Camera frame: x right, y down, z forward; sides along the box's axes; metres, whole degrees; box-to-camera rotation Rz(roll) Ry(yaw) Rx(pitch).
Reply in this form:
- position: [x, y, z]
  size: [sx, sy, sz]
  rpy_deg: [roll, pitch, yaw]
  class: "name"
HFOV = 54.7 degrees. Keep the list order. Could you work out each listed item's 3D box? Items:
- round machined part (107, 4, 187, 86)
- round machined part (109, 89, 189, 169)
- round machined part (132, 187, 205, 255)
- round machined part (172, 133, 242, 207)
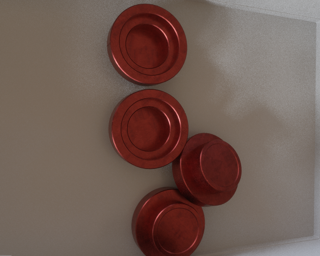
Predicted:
- position: [-0.019, -0.102, 0.394]
  size: [0.099, 0.042, 0.097]
  rpy_deg: [0, 90, -20]
  class: "round machined part"
- position: [-0.017, 0.001, 0.395]
  size: [0.099, 0.042, 0.097]
  rpy_deg: [0, 90, -20]
  class: "round machined part"
- position: [0.016, 0.129, 0.405]
  size: [0.099, 0.042, 0.097]
  rpy_deg: [1, 87, -20]
  class: "round machined part"
- position: [0.069, 0.053, 0.410]
  size: [0.099, 0.042, 0.098]
  rpy_deg: [11, 67, -28]
  class: "round machined part"
